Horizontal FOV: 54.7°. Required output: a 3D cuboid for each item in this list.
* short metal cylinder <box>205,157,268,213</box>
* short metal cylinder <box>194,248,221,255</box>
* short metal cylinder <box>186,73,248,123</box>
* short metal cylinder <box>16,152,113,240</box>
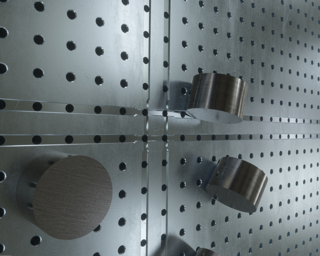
[{"bbox_3d":[0.117,0.087,0.475,0.080,0.080,0.050,46,63,-31],"label":"short metal cylinder"},{"bbox_3d":[0.074,0.218,0.439,0.050,0.080,0.080,-46,118,-30],"label":"short metal cylinder"},{"bbox_3d":[0.081,-0.040,0.444,0.080,0.080,0.050,19,78,-39],"label":"short metal cylinder"},{"bbox_3d":[-0.096,0.066,0.314,0.081,0.050,0.079,0,90,-40],"label":"short metal cylinder"}]
